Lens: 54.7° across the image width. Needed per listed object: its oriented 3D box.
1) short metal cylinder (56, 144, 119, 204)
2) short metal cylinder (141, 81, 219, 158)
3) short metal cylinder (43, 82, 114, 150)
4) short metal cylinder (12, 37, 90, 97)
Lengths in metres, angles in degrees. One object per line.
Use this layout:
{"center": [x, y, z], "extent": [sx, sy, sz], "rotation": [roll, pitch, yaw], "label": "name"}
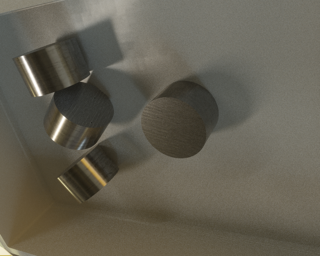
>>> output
{"center": [-0.110, 0.069, 0.474], "extent": [0.080, 0.080, 0.050], "rotation": [-32, 100, 38], "label": "short metal cylinder"}
{"center": [0.025, -0.010, 0.373], "extent": [0.080, 0.050, 0.079], "rotation": [13, 124, 21], "label": "short metal cylinder"}
{"center": [-0.110, -0.017, 0.421], "extent": [0.080, 0.080, 0.050], "rotation": [40, 129, 1], "label": "short metal cylinder"}
{"center": [-0.137, -0.079, 0.397], "extent": [0.080, 0.080, 0.050], "rotation": [-5, 116, 30], "label": "short metal cylinder"}
